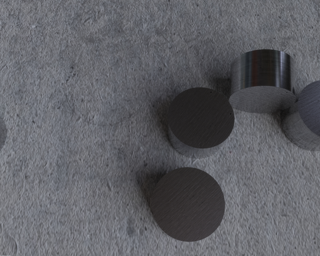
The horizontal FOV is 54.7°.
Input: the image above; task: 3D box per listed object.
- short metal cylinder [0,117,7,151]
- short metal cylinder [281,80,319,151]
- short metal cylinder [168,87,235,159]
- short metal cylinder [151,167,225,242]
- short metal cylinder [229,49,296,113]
[{"bbox_3d":[-0.246,0.004,0.392,0.081,0.050,0.080,0,70,0],"label":"short metal cylinder"},{"bbox_3d":[0.206,-0.015,0.400,0.081,0.050,0.080,1,71,-2],"label":"short metal cylinder"},{"bbox_3d":[0.050,-0.005,0.397,0.081,0.050,0.080,0,70,0],"label":"short metal cylinder"},{"bbox_3d":[0.031,0.090,0.362,0.081,0.050,0.080,0,70,0],"label":"short metal cylinder"},{"bbox_3d":[0.132,-0.058,0.401,0.080,0.080,0.050,6,70,2],"label":"short metal cylinder"}]
